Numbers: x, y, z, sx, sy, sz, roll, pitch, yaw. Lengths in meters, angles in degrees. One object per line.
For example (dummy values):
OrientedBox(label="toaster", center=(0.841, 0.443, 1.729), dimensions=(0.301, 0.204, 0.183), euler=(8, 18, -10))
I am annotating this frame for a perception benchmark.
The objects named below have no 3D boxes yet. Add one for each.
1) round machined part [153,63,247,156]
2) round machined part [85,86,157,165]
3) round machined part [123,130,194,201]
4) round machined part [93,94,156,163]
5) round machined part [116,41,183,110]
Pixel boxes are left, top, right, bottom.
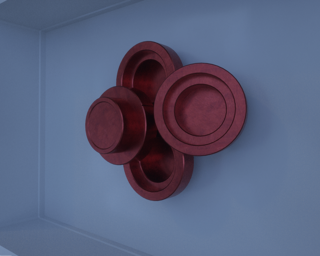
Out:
OrientedBox(label="round machined part", center=(0.046, -0.019, 0.340), dimensions=(0.098, 0.042, 0.097), euler=(-1, 87, 19))
OrientedBox(label="round machined part", center=(-0.054, -0.003, 0.379), dimensions=(0.098, 0.042, 0.097), euler=(0, 90, 39))
OrientedBox(label="round machined part", center=(0.002, 0.039, 0.390), dimensions=(0.098, 0.042, 0.097), euler=(0, 90, 39))
OrientedBox(label="round machined part", center=(-0.056, 0.000, 0.435), dimensions=(0.098, 0.042, 0.097), euler=(0, 90, 39))
OrientedBox(label="round machined part", center=(-0.008, -0.058, 0.398), dimensions=(0.098, 0.042, 0.097), euler=(0, 90, 39))
